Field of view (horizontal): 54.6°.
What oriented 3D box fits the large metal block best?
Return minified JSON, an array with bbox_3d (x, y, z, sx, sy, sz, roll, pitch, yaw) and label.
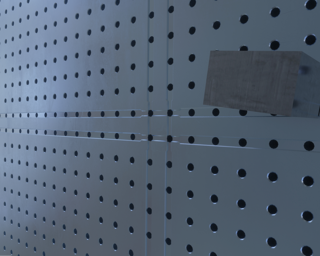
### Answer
[{"bbox_3d":[0.099,-0.040,0.292,0.080,0.081,0.050,12,98,39],"label":"large metal block"}]
